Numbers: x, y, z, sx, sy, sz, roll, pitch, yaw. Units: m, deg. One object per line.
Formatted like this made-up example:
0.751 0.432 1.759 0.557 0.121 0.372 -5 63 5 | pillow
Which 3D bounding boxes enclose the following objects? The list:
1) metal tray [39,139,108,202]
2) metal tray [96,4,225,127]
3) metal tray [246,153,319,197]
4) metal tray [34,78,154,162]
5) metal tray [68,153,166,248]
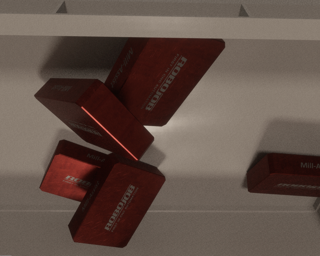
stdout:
-0.103 0.076 0.469 0.131 0.030 0.089 22 127 -18 | metal tray
-0.003 -0.057 0.333 0.091 0.030 0.129 3 136 -40 | metal tray
0.204 0.071 0.449 0.131 0.030 0.090 5 152 -5 | metal tray
-0.076 -0.013 0.341 0.130 0.030 0.090 12 150 51 | metal tray
-0.061 0.108 0.448 0.090 0.030 0.129 24 100 -36 | metal tray
